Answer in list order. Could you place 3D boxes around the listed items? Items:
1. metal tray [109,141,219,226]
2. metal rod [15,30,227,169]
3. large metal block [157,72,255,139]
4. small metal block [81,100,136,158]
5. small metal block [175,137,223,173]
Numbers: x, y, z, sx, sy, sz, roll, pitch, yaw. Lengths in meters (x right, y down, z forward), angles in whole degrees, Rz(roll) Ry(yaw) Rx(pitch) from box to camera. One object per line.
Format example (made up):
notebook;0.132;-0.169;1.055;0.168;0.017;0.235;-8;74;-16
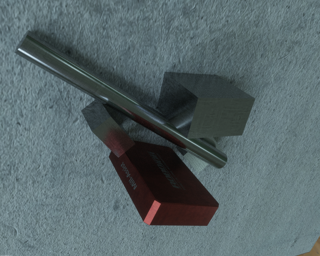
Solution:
metal tray;0.000;0.063;0.381;0.091;0.130;0.030;13;112;-34
metal rod;-0.020;-0.016;0.371;0.301;0.025;0.025;31;101;-33
large metal block;0.054;-0.030;0.384;0.081;0.080;0.050;-2;120;-28
small metal block;-0.060;-0.001;0.359;0.025;0.050;0.050;-39;130;-2
small metal block;0.059;0.032;0.463;0.050;0.025;0.050;-41;130;0
